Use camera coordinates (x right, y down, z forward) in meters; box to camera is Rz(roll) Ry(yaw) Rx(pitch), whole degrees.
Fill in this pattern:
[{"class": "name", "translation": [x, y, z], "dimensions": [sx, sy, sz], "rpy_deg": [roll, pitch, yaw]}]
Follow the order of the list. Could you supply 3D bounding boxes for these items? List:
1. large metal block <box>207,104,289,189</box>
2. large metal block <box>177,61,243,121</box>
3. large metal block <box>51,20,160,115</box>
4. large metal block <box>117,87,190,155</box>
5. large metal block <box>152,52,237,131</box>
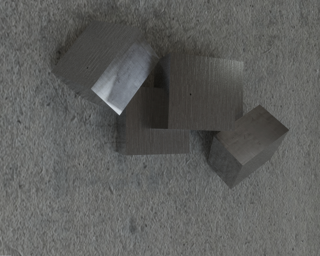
[{"class": "large metal block", "translation": [0.115, 0.027, 0.418], "dimensions": [0.080, 0.080, 0.050], "rpy_deg": [-33, 63, -17]}, {"class": "large metal block", "translation": [0.065, -0.049, 0.423], "dimensions": [0.081, 0.050, 0.079], "rpy_deg": [0, 90, -21]}, {"class": "large metal block", "translation": [-0.062, -0.071, 0.351], "dimensions": [0.080, 0.080, 0.050], "rpy_deg": [-56, 140, -12]}, {"class": "large metal block", "translation": [-0.010, -0.008, 0.392], "dimensions": [0.081, 0.050, 0.079], "rpy_deg": [0, 90, -21]}, {"class": "large metal block", "translation": [0.039, -0.037, 0.357], "dimensions": [0.081, 0.050, 0.079], "rpy_deg": [2, 89, -20]}]
